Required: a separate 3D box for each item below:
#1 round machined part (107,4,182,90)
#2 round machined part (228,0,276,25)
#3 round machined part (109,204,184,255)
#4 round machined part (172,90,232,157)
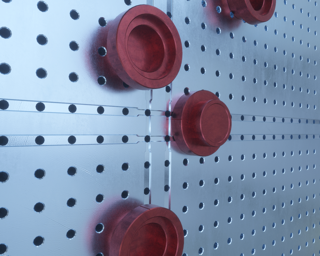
[{"bbox_3d":[-0.022,-0.095,0.378,0.099,0.042,0.097,0,90,-40],"label":"round machined part"},{"bbox_3d":[0.150,-0.223,0.522,0.099,0.042,0.097,0,90,-40],"label":"round machined part"},{"bbox_3d":[-0.020,0.142,0.381,0.099,0.042,0.097,0,90,-40],"label":"round machined part"},{"bbox_3d":[0.067,-0.007,0.453,0.099,0.042,0.097,0,90,-40],"label":"round machined part"}]
